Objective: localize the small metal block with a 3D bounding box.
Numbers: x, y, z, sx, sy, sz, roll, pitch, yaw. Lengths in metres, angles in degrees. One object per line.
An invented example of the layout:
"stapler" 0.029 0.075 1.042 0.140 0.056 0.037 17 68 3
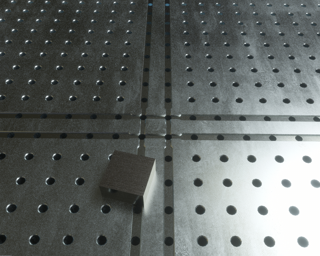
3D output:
"small metal block" -0.036 0.057 0.359 0.050 0.025 0.050 11 51 9
